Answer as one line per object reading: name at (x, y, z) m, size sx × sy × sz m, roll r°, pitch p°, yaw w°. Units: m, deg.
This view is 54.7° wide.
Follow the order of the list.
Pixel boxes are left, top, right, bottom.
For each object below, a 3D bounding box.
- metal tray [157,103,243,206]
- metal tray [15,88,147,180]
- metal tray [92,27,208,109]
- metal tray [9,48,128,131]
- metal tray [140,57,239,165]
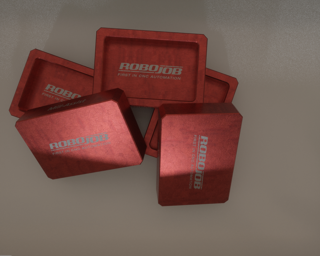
metal tray at (0.043, 0.034, 0.376) m, size 0.091 × 0.030 × 0.129 m, roll -1°, pitch 119°, yaw -6°
metal tray at (-0.092, 0.011, 0.372) m, size 0.130 × 0.030 × 0.090 m, roll -12°, pitch 120°, yaw 15°
metal tray at (-0.012, -0.069, 0.377) m, size 0.131 × 0.030 × 0.089 m, roll 4°, pitch 90°, yaw -1°
metal tray at (-0.115, -0.038, 0.404) m, size 0.131 × 0.030 × 0.090 m, roll 20°, pitch 90°, yaw -1°
metal tray at (0.037, -0.016, 0.408) m, size 0.090 × 0.030 × 0.129 m, roll 19°, pitch 90°, yaw -1°
